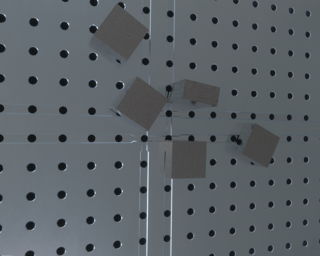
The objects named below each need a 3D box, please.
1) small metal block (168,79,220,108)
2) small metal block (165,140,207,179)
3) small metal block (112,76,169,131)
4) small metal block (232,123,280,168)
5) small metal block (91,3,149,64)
[{"bbox_3d":[0.044,-0.045,0.415,0.050,0.050,0.025,10,87,-20],"label":"small metal block"},{"bbox_3d":[0.035,0.042,0.425,0.050,0.025,0.050,2,89,-20],"label":"small metal block"},{"bbox_3d":[-0.026,-0.031,0.403,0.050,0.025,0.050,35,79,-17],"label":"small metal block"},{"bbox_3d":[0.144,0.026,0.465,0.050,0.025,0.050,28,81,-18],"label":"small metal block"},{"bbox_3d":[-0.051,-0.118,0.393,0.050,0.025,0.050,36,79,-17],"label":"small metal block"}]
